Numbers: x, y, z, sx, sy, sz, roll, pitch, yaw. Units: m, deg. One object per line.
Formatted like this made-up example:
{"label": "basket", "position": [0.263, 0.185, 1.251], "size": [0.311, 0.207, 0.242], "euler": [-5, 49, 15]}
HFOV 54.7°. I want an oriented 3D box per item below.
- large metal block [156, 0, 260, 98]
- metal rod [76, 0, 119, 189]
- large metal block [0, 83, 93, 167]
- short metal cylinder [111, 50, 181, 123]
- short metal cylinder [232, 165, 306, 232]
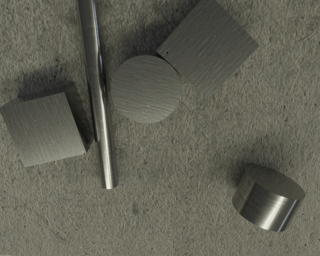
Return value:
{"label": "large metal block", "position": [0.052, -0.095, 0.361], "size": [0.080, 0.050, 0.080], "euler": [40, 104, -14]}
{"label": "metal rod", "position": [-0.079, -0.060, 0.386], "size": [0.025, 0.025, 0.298], "euler": [-3, 110, 1]}
{"label": "large metal block", "position": [-0.139, -0.005, 0.393], "size": [0.080, 0.050, 0.080], "euler": [-13, 110, 4]}
{"label": "short metal cylinder", "position": [-0.016, -0.052, 0.377], "size": [0.081, 0.050, 0.079], "euler": [0, 110, 0]}
{"label": "short metal cylinder", "position": [0.144, 0.092, 0.416], "size": [0.080, 0.080, 0.050], "euler": [16, 109, -6]}
